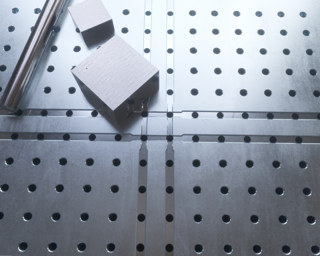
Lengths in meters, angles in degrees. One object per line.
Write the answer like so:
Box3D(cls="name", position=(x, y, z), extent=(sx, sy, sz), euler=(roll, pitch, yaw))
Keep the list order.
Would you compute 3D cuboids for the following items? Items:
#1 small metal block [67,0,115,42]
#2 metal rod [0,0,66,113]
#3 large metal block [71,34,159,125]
Box3D(cls="small metal block", position=(-0.104, -0.166, 0.472), extent=(0.050, 0.025, 0.050), euler=(-27, 72, -10))
Box3D(cls="metal rod", position=(-0.171, -0.163, 0.469), extent=(0.025, 0.025, 0.299), euler=(13, 70, 4))
Box3D(cls="large metal block", position=(-0.058, -0.066, 0.422), extent=(0.080, 0.050, 0.080), euler=(43, 75, 14))
